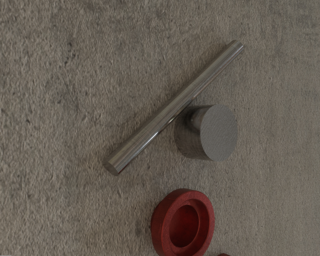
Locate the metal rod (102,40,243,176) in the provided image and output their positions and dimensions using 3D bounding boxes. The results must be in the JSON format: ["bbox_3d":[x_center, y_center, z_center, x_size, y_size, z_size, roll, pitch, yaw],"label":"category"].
[{"bbox_3d":[0.035,-0.044,0.435,0.301,0.025,0.025,-45,117,-31],"label":"metal rod"}]

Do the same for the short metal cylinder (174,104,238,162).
[{"bbox_3d":[0.067,0.007,0.447,0.081,0.050,0.079,0,90,-40],"label":"short metal cylinder"}]

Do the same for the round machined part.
[{"bbox_3d":[0.026,0.130,0.418,0.099,0.042,0.097,0,90,-40],"label":"round machined part"}]

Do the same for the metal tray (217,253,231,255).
[{"bbox_3d":[0.083,0.271,0.474,0.091,0.030,0.129,0,90,-40],"label":"metal tray"}]
